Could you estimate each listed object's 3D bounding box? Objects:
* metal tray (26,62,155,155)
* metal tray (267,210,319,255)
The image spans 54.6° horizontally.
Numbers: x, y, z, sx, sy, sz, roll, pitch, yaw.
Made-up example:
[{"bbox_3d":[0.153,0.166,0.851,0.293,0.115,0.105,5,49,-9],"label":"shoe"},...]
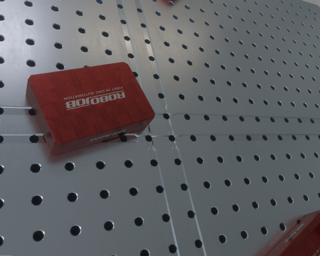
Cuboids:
[{"bbox_3d":[-0.082,-0.029,0.379,0.131,0.030,0.090,-17,71,-35],"label":"metal tray"},{"bbox_3d":[0.204,0.177,0.405,0.131,0.030,0.090,-23,74,-36],"label":"metal tray"}]
